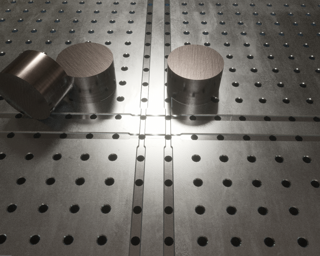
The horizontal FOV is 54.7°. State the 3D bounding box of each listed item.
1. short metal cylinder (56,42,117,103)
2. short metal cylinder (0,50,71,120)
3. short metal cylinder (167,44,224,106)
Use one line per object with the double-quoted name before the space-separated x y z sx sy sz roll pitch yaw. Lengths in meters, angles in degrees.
"short metal cylinder" -0.107 -0.082 0.459 0.081 0.050 0.080 1 50 0
"short metal cylinder" -0.170 -0.057 0.418 0.080 0.080 0.050 17 52 13
"short metal cylinder" 0.051 -0.079 0.459 0.081 0.050 0.080 0 50 0
